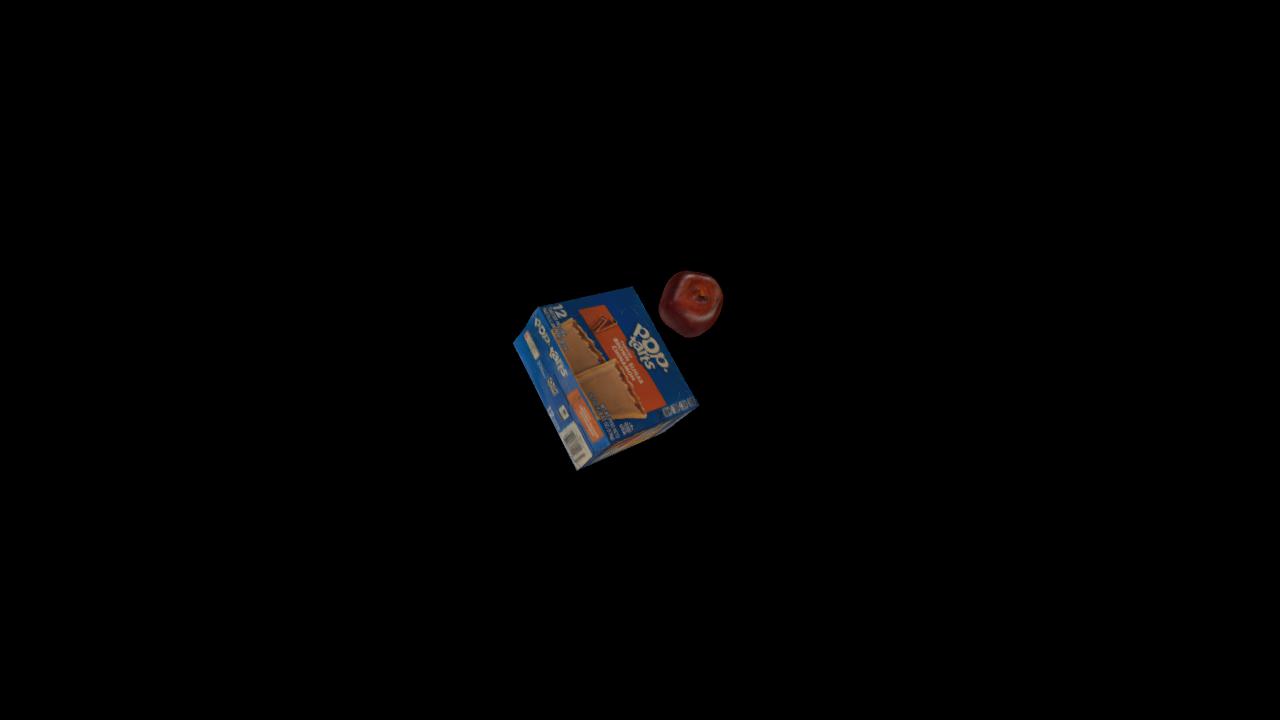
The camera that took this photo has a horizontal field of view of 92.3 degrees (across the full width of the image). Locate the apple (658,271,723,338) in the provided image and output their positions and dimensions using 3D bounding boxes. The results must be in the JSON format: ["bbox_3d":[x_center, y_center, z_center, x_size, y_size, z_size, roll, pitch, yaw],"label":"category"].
[{"bbox_3d":[0.061,-0.066,0.741,0.079,0.079,0.093,0,-7,-14],"label":"apple"}]

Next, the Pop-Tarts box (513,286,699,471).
[{"bbox_3d":[-0.039,0.016,0.700,0.141,0.167,0.083,-18,-16,-41],"label":"Pop-Tarts box"}]
